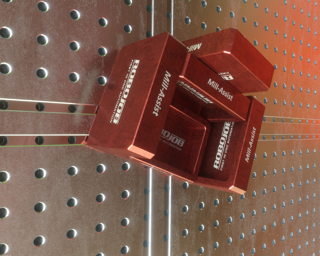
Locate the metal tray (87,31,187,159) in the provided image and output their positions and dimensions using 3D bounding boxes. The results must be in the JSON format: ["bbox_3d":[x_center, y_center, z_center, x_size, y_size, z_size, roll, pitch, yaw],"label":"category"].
[{"bbox_3d":[-0.027,-0.035,0.343,0.030,0.090,0.130,28,73,-37],"label":"metal tray"}]

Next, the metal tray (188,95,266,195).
[{"bbox_3d":[0.090,0.021,0.440,0.030,0.090,0.130,28,73,-37],"label":"metal tray"}]

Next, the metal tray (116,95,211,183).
[{"bbox_3d":[0.007,0.011,0.410,0.131,0.030,0.090,28,73,-37],"label":"metal tray"}]

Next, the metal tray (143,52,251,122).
[{"bbox_3d":[0.043,-0.046,0.401,0.131,0.090,0.030,27,73,-37],"label":"metal tray"}]

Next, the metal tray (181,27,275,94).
[{"bbox_3d":[0.062,-0.075,0.391,0.090,0.130,0.030,28,73,-37],"label":"metal tray"}]
